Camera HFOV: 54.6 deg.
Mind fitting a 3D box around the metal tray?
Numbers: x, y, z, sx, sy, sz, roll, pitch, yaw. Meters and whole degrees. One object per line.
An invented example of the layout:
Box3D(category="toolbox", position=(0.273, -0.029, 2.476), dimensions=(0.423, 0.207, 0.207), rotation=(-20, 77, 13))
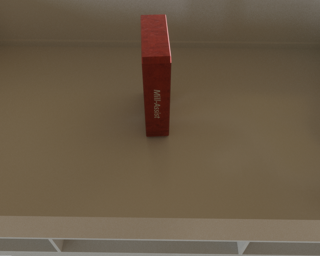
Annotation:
Box3D(category="metal tray", position=(-0.006, -0.062, 0.389), dimensions=(0.030, 0.129, 0.090), rotation=(-2, 50, -2))
